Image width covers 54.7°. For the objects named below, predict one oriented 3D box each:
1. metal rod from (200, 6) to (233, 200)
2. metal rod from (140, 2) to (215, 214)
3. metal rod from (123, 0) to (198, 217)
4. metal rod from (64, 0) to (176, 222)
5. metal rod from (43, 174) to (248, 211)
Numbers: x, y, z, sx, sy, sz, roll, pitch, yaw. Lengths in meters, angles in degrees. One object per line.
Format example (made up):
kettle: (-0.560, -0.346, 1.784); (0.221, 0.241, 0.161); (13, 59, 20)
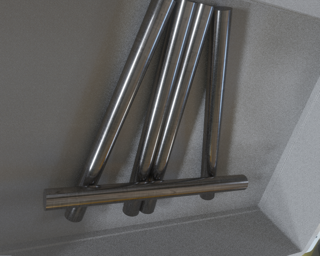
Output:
metal rod: (0.076, -0.013, 0.440); (0.025, 0.025, 0.298); (-15, 125, -20)
metal rod: (0.014, -0.008, 0.410); (0.025, 0.025, 0.298); (1, 118, -29)
metal rod: (-0.007, -0.008, 0.398); (0.025, 0.025, 0.298); (1, 118, -29)
metal rod: (-0.055, -0.010, 0.371); (0.025, 0.025, 0.298); (13, 112, -34)
metal rod: (0.001, 0.085, 0.426); (0.303, 0.025, 0.025); (1, 118, -29)
